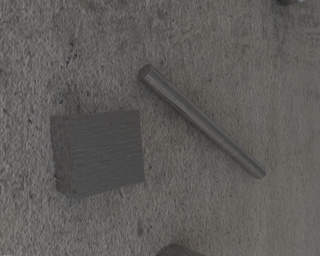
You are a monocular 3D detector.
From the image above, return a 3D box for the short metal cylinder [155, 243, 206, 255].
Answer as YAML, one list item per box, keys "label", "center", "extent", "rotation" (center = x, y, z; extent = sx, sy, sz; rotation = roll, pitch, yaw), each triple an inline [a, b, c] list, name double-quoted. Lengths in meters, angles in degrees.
- label: "short metal cylinder"
  center: [0.029, 0.202, 0.414]
  extent: [0.081, 0.050, 0.079]
  rotation: [0, 90, -40]

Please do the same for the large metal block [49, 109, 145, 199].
- label: "large metal block"
  center: [-0.066, 0.023, 0.333]
  extent: [0.081, 0.050, 0.079]
  rotation: [-8, 95, -40]

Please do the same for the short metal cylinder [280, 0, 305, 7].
- label: "short metal cylinder"
  center: [0.265, -0.274, 0.591]
  extent: [0.080, 0.080, 0.050]
  rotation: [-41, 115, -32]

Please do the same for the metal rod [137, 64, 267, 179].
- label: "metal rod"
  center: [0.080, 0.005, 0.471]
  extent: [0.301, 0.025, 0.025]
  rotation: [37, 67, -34]
